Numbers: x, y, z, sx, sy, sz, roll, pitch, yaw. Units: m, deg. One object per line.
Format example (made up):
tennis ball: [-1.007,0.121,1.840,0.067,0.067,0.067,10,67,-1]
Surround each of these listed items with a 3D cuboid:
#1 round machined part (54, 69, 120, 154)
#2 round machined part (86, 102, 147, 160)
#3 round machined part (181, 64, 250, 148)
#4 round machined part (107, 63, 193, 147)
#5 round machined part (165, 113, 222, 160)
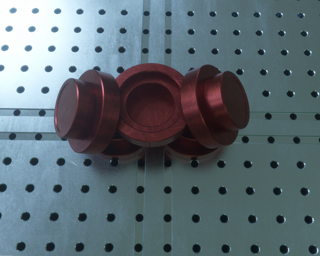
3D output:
round machined part: [-0.089,-0.020,0.355,0.042,0.098,0.098,10,65,-37]
round machined part: [-0.055,-0.010,0.405,0.099,0.042,0.098,0,70,-1]
round machined part: [0.070,-0.028,0.359,0.042,0.098,0.098,-16,65,37]
round machined part: [-0.010,-0.024,0.365,0.099,0.042,0.098,0,70,-1]
round machined part: [0.043,-0.010,0.407,0.099,0.042,0.098,0,70,-1]
